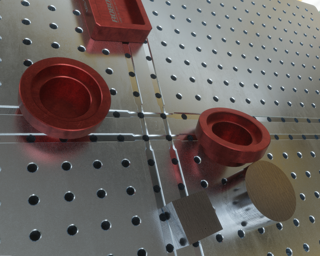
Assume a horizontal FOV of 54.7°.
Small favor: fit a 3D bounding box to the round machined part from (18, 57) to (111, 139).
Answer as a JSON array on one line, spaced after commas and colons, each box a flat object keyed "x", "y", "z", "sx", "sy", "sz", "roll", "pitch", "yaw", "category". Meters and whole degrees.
[{"x": -0.110, "y": -0.030, "z": 0.357, "sx": 0.099, "sy": 0.042, "sz": 0.098, "roll": 14, "pitch": 56, "yaw": -21, "category": "round machined part"}]

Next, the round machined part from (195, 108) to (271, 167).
[{"x": 0.096, "y": 0.016, "z": 0.426, "sx": 0.099, "sy": 0.042, "sz": 0.098, "roll": 9, "pitch": 35, "yaw": -6, "category": "round machined part"}]

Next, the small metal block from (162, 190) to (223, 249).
[{"x": 0.038, "y": 0.107, "z": 0.365, "sx": 0.050, "sy": 0.025, "sz": 0.050, "roll": -11, "pitch": 68, "yaw": -33, "category": "small metal block"}]

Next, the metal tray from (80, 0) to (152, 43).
[{"x": -0.075, "y": -0.195, "z": 0.484, "sx": 0.091, "sy": 0.030, "sz": 0.130, "roll": -6, "pitch": 65, "yaw": -31, "category": "metal tray"}]

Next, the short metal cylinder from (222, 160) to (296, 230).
[{"x": 0.130, "y": 0.089, "z": 0.410, "sx": 0.081, "sy": 0.050, "sz": 0.080, "roll": 14, "pitch": 56, "yaw": -21, "category": "short metal cylinder"}]
